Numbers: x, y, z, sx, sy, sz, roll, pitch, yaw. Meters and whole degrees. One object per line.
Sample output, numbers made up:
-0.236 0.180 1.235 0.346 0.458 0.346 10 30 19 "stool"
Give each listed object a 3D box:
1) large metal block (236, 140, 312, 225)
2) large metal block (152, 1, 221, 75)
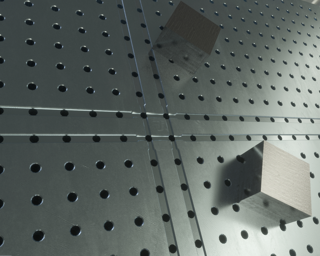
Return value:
0.158 0.076 0.430 0.080 0.050 0.080 27 53 -12 "large metal block"
0.044 -0.147 0.505 0.080 0.050 0.080 31 52 -8 "large metal block"
